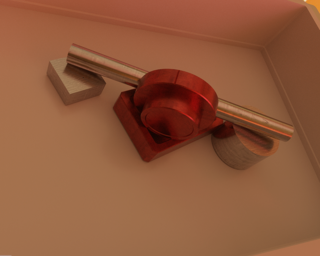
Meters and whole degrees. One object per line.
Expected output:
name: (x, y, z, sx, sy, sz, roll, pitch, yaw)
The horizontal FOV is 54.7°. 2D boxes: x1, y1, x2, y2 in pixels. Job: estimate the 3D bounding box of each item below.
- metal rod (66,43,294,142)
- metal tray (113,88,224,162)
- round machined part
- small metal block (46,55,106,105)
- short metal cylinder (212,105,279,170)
metal rod: (0.033, -0.041, 0.396, 0.302, 0.025, 0.025, 19, 54, -10)
metal tray: (0.014, -0.019, 0.420, 0.131, 0.030, 0.090, -21, 73, -36)
round machined part: (0.016, -0.021, 0.363, 0.099, 0.098, 0.042, 25, 61, -14)
small metal block: (-0.104, -0.062, 0.386, 0.050, 0.025, 0.050, -25, 75, -37)
short metal cylinder: (0.123, 0.014, 0.448, 0.081, 0.050, 0.080, 14, 56, -21)
